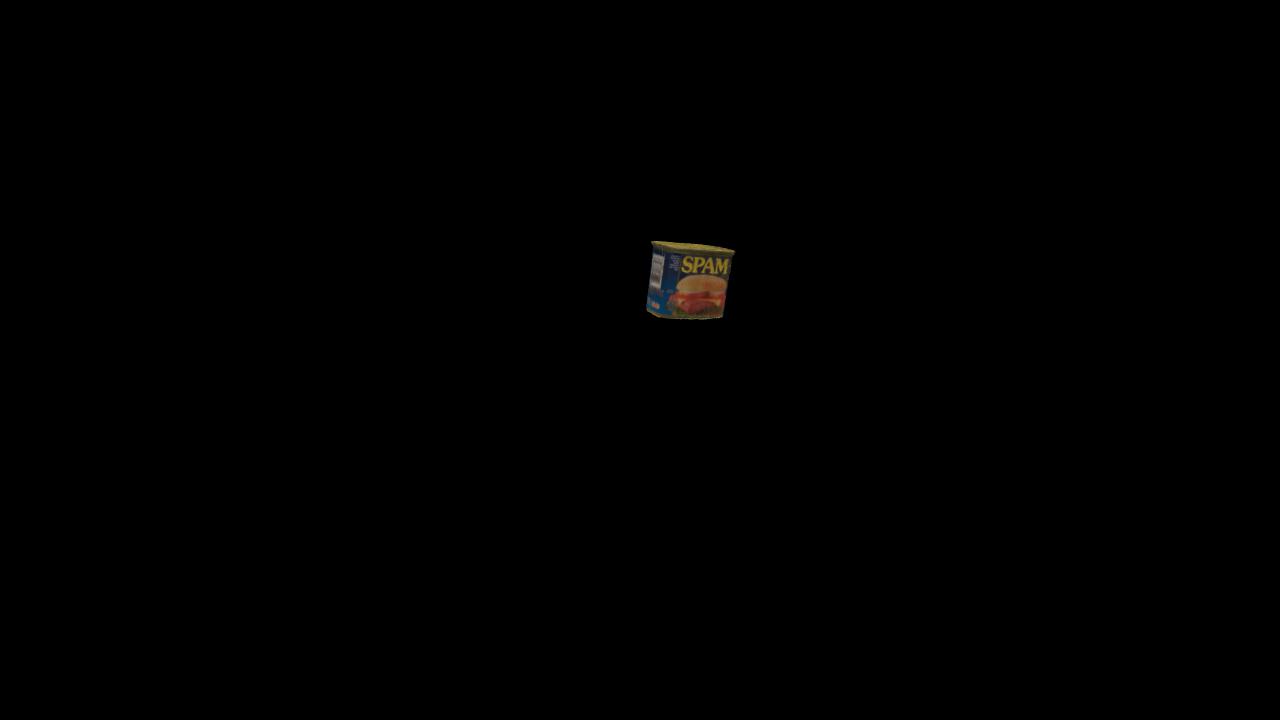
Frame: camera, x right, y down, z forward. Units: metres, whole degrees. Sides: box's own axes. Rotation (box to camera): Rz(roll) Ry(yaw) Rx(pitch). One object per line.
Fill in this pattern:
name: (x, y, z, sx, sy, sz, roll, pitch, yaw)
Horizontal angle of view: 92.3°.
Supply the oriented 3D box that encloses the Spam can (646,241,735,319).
Spam can: (0.059, -0.096, 0.747, 0.101, 0.085, 0.058, -2, 19, -30)
